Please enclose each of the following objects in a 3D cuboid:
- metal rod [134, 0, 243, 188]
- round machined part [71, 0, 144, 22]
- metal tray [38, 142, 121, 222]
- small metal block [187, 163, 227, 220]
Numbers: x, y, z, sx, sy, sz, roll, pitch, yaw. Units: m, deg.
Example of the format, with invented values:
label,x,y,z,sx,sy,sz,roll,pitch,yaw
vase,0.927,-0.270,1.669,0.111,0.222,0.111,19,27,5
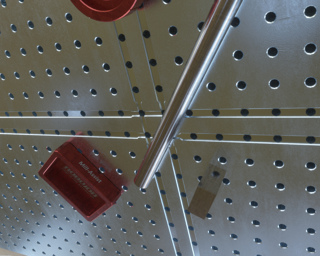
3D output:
label,x,y,z,sx,sy,sz,roll,pitch,yaw
metal rod,0.021,-0.024,0.383,0.025,0.025,0.298,31,128,8
round machined part,-0.054,-0.166,0.325,0.098,0.042,0.097,13,124,20
metal tray,-0.141,0.096,0.538,0.130,0.030,0.090,45,129,-4
small metal block,0.063,0.084,0.413,0.025,0.050,0.050,25,127,13
